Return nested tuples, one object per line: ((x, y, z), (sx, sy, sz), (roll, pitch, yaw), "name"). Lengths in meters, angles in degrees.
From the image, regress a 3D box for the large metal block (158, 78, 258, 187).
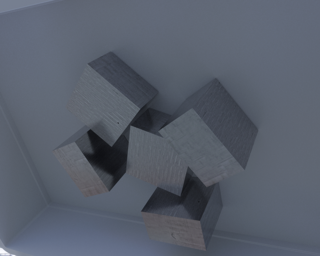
((0.057, 0.003, 0.342), (0.080, 0.080, 0.050), (49, 128, -7), "large metal block")

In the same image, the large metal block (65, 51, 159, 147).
((-0.063, -0.036, 0.399), (0.080, 0.050, 0.080), (41, 129, 0), "large metal block")

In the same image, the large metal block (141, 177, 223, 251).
((0.033, 0.111, 0.422), (0.080, 0.080, 0.050), (1, 119, 27), "large metal block")

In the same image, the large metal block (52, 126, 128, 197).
((-0.089, 0.038, 0.440), (0.050, 0.080, 0.080), (-20, 108, 35), "large metal block")

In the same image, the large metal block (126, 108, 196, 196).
((0.006, 0.031, 0.405), (0.080, 0.050, 0.079), (20, 126, 15), "large metal block")
